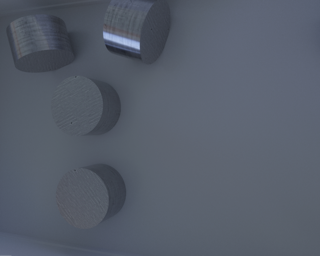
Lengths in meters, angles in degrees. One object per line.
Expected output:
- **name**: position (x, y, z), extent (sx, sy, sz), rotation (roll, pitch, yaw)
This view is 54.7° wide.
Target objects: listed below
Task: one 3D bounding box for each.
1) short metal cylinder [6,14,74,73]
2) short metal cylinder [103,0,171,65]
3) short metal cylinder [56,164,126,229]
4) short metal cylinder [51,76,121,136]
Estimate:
- **short metal cylinder**: position (-0.168, -0.117, 0.439), extent (0.080, 0.080, 0.050), rotation (-18, 84, 19)
- **short metal cylinder**: position (-0.027, -0.126, 0.390), extent (0.050, 0.080, 0.080), rotation (21, 97, 18)
- **short metal cylinder**: position (-0.094, 0.092, 0.429), extent (0.080, 0.050, 0.079), rotation (0, 90, 19)
- **short metal cylinder**: position (-0.102, -0.029, 0.432), extent (0.080, 0.050, 0.079), rotation (0, 90, 19)
